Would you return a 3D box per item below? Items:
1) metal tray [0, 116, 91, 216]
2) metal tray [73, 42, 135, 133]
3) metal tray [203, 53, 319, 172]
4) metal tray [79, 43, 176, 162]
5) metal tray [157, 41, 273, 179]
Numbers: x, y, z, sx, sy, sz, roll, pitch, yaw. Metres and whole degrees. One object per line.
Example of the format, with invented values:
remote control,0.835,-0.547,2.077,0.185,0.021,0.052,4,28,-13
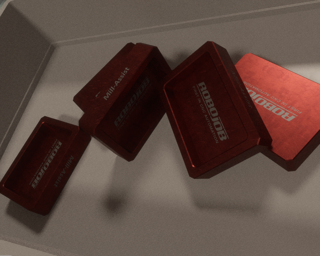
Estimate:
metal tray,-0.171,0.051,0.458,0.090,0.030,0.130,14,69,33
metal tray,-0.060,-0.062,0.471,0.130,0.030,0.090,-46,52,-5
metal tray,0.123,-0.024,0.352,0.090,0.030,0.130,-46,52,-5
metal tray,-0.033,-0.031,0.398,0.030,0.090,0.130,24,75,36
metal tray,0.054,-0.019,0.347,0.090,0.030,0.130,-36,61,33
